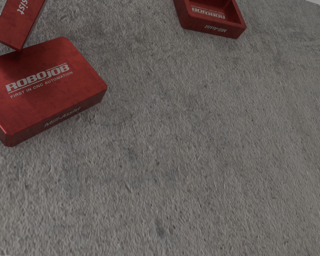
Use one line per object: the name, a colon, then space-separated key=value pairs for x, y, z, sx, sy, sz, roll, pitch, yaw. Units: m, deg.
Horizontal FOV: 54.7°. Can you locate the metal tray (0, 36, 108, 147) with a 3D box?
metal tray: x=-0.138 y=-0.047 z=0.355 sx=0.131 sy=0.030 sz=0.090 roll=-35 pitch=81 yaw=-38

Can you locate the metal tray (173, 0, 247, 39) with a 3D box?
metal tray: x=0.093 y=-0.221 z=0.584 sx=0.131 sy=0.030 sz=0.090 roll=2 pitch=61 yaw=-28

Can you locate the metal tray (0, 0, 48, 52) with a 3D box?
metal tray: x=-0.135 y=-0.157 z=0.340 sx=0.030 sy=0.129 sz=0.090 roll=27 pitch=24 yaw=-26
